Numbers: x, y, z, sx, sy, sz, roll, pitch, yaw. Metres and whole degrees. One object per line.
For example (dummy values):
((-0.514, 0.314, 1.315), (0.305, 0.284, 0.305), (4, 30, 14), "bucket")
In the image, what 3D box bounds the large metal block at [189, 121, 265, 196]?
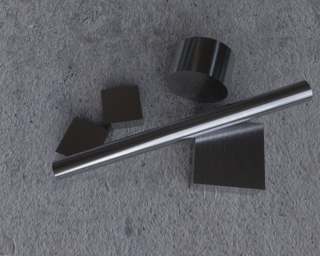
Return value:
((0.081, 0.037, 0.383), (0.080, 0.050, 0.080), (5, 70, 1), "large metal block")

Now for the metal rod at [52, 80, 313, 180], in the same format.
((0.022, 0.004, 0.357), (0.301, 0.025, 0.025), (-18, 71, 4), "metal rod")

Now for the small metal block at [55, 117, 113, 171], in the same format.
((-0.097, 0.021, 0.399), (0.050, 0.025, 0.050), (22, 71, 7), "small metal block")

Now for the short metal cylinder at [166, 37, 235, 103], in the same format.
((0.054, -0.074, 0.407), (0.080, 0.080, 0.050), (15, 71, 5), "short metal cylinder")

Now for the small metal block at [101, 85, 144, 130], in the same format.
((-0.051, -0.027, 0.417), (0.050, 0.025, 0.050), (-8, 70, -4), "small metal block")
